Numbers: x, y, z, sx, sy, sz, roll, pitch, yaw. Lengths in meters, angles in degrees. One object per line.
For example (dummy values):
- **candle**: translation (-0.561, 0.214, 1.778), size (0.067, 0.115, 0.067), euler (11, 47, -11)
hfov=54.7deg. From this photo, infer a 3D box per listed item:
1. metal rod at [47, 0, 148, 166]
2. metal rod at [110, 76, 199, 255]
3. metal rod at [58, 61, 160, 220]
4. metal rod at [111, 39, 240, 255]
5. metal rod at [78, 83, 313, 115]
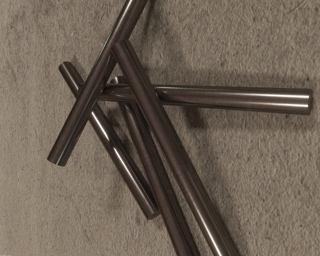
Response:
- **metal rod**: translation (-0.069, -0.089, 0.406), size (0.025, 0.025, 0.299), euler (26, 90, 36)
- **metal rod**: translation (-0.005, 0.062, 0.407), size (0.025, 0.025, 0.299), euler (-35, 69, 34)
- **metal rod**: translation (-0.085, 0.004, 0.472), size (0.025, 0.025, 0.300), euler (-50, 61, 28)
- **metal rod**: translation (0.020, 0.035, 0.351), size (0.025, 0.025, 0.299), euler (-32, 82, 35)
- **metal rod**: translation (0.015, -0.039, 0.370), size (0.300, 0.025, 0.025), euler (7, 94, 33)
